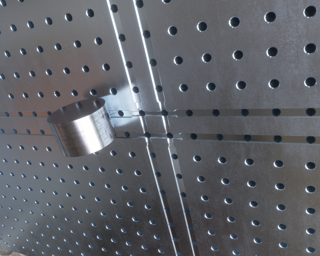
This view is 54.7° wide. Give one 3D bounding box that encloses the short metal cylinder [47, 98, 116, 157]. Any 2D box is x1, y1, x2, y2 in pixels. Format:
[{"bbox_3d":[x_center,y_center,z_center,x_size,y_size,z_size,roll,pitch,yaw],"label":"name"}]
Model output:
[{"bbox_3d":[-0.107,-0.002,0.428,0.080,0.080,0.050,-1,118,28],"label":"short metal cylinder"}]
